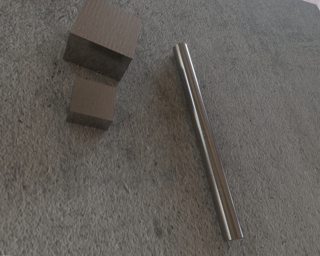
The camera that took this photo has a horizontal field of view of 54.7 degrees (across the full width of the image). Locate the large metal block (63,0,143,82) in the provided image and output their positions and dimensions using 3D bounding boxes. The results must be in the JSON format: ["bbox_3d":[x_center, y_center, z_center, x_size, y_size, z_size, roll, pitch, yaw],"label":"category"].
[{"bbox_3d":[-0.076,-0.122,0.422,0.080,0.050,0.080,20,54,-17],"label":"large metal block"}]

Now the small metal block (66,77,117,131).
[{"bbox_3d":[-0.083,-0.029,0.378,0.050,0.025,0.050,14,56,-21],"label":"small metal block"}]

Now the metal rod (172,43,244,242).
[{"bbox_3d":[0.061,0.002,0.436,0.025,0.025,0.299,2,61,-27],"label":"metal rod"}]
